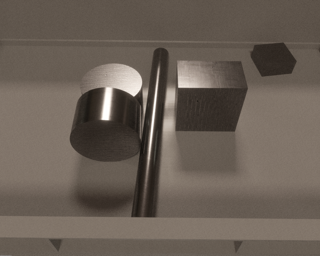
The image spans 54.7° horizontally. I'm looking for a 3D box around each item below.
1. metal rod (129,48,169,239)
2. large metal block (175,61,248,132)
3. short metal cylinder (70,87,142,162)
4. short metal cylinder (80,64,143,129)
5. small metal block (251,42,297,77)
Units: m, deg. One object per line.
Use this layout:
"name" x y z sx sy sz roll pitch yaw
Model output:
"metal rod" -0.009 -0.007 0.410 0.025 0.025 0.300 3 50 2
"large metal block" 0.061 -0.040 0.404 0.081 0.080 0.050 0 50 0
"short metal cylinder" -0.062 -0.002 0.370 0.081 0.080 0.050 -1 50 -1
"short metal cylinder" -0.064 -0.043 0.424 0.081 0.050 0.080 0 50 0
"small metal block" 0.183 -0.111 0.501 0.050 0.025 0.050 -7 50 -6
